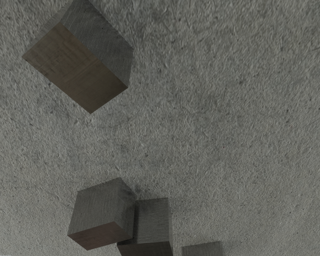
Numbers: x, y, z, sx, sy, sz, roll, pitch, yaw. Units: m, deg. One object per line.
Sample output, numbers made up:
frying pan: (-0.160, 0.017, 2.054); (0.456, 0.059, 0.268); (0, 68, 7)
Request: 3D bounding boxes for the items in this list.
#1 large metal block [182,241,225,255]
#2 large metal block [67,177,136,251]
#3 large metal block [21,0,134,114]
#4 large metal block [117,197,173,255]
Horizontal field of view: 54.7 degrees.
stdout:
large metal block: (0.090, 0.277, 0.607); (0.080, 0.080, 0.050); (-13, 129, 11)
large metal block: (-0.088, 0.134, 0.484); (0.080, 0.080, 0.050); (-21, 127, 17)
large metal block: (-0.074, -0.075, 0.306); (0.050, 0.080, 0.080); (-31, 124, 24)
large metal block: (-0.022, 0.167, 0.513); (0.080, 0.080, 0.050); (-7, 130, 5)
